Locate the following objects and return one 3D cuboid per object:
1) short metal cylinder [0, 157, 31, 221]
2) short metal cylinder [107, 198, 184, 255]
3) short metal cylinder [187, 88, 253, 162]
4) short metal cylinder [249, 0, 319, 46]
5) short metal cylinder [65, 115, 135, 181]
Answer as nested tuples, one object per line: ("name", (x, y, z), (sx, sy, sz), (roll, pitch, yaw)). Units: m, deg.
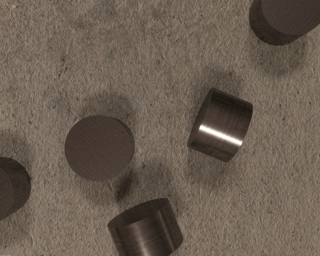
("short metal cylinder", (-0.215, 0.079, 0.395), (0.081, 0.050, 0.079), (0, 90, -1))
("short metal cylinder", (-0.018, 0.127, 0.382), (0.080, 0.080, 0.050), (-21, 90, 0))
("short metal cylinder", (0.073, -0.004, 0.384), (0.050, 0.080, 0.080), (22, 90, -1))
("short metal cylinder", (0.162, -0.152, 0.400), (0.081, 0.050, 0.079), (0, 90, -1))
("short metal cylinder", (-0.074, 0.024, 0.397), (0.081, 0.050, 0.079), (0, 90, -1))
